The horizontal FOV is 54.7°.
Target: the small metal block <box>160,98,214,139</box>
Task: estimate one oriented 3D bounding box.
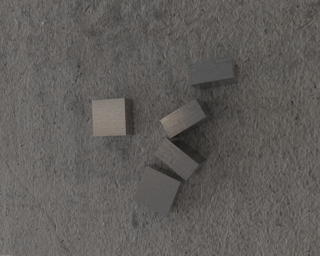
[{"bbox_3d":[0.035,-0.011,0.383,0.050,0.050,0.025,-32,80,17],"label":"small metal block"}]

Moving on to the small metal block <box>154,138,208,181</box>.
[{"bbox_3d":[0.027,0.036,0.386,0.050,0.050,0.025,39,103,16],"label":"small metal block"}]

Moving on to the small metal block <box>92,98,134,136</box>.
[{"bbox_3d":[-0.066,-0.014,0.432,0.050,0.025,0.050,-3,89,20],"label":"small metal block"}]

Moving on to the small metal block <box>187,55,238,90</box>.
[{"bbox_3d":[0.065,-0.065,0.373,0.050,0.050,0.025,-8,88,20],"label":"small metal block"}]

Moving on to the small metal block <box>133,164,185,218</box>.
[{"bbox_3d":[-0.001,0.081,0.409,0.050,0.025,0.050,23,98,18],"label":"small metal block"}]
